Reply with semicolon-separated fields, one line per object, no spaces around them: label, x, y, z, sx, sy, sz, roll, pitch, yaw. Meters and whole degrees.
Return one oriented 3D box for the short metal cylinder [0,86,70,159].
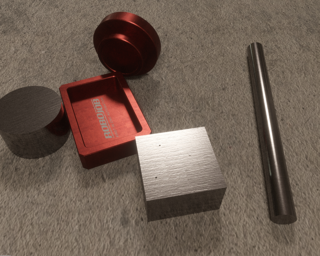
short metal cylinder;-0.160;-0.008;0.391;0.081;0.050;0.080;0;50;0

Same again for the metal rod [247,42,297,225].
metal rod;0.144;-0.018;0.420;0.025;0.025;0.300;4;50;3

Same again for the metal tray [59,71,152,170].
metal tray;-0.074;-0.016;0.412;0.091;0.030;0.130;-17;52;-15

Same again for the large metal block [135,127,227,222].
large metal block;0.019;0.050;0.345;0.081;0.050;0.080;-8;51;-7

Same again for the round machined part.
round machined part;-0.051;-0.113;0.451;0.098;0.097;0.042;12;51;9
